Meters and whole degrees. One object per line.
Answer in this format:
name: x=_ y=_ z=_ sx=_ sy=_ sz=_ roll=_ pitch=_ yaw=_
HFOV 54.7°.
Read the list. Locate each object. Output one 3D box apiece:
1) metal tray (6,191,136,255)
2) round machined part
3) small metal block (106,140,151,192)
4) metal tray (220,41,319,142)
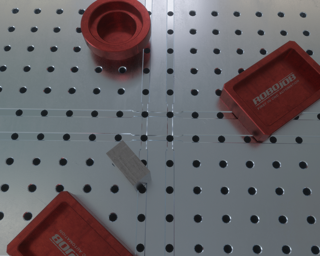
metal tray: x=-0.095 y=0.148 z=0.354 sx=0.130 sy=0.030 sz=0.090 roll=40 pitch=75 yaw=13
round machined part: x=-0.062 y=-0.141 z=0.454 sx=0.099 sy=0.042 sz=0.098 roll=0 pitch=70 yaw=0
small metal block: x=-0.037 y=0.048 z=0.381 sx=0.025 sy=0.050 sz=0.050 roll=-39 pitch=75 yaw=-13
metal tray: x=0.162 y=-0.053 z=0.429 sx=0.131 sy=0.030 sz=0.090 roll=-34 pitch=74 yaw=-12
